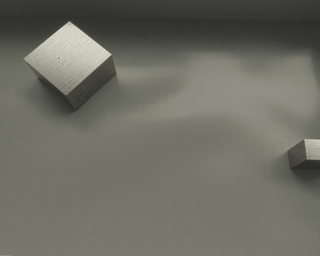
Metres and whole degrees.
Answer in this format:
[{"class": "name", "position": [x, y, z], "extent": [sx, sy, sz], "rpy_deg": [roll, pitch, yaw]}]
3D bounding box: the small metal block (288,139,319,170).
[{"class": "small metal block", "position": [0.196, 0.034, 0.386], "extent": [0.050, 0.050, 0.025], "rpy_deg": [2, 70, 0]}]

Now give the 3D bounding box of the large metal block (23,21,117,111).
[{"class": "large metal block", "position": [-0.120, -0.084, 0.426], "extent": [0.080, 0.050, 0.080], "rpy_deg": [40, 74, 13]}]
